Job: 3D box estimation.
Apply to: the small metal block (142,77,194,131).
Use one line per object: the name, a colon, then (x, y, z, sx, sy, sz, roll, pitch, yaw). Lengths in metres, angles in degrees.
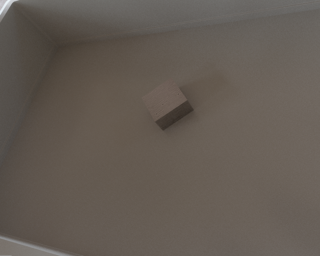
small metal block: (0.010, -0.033, 0.422, 0.050, 0.025, 0.050, -34, 51, 6)
